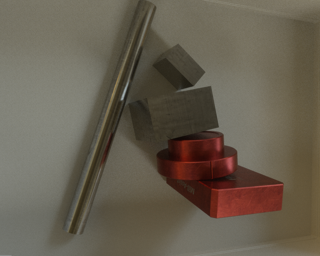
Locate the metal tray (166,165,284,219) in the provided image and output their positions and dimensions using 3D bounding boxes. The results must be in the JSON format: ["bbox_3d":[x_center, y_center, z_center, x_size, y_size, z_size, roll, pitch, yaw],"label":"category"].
[{"bbox_3d":[0.072,0.068,0.382,0.091,0.130,0.030,0,97,-20],"label":"metal tray"}]

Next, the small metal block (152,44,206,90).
[{"bbox_3d":[0.024,-0.078,0.407,0.050,0.050,0.025,43,77,-15],"label":"small metal block"}]

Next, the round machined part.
[{"bbox_3d":[0.045,0.029,0.381,0.099,0.098,0.042,-7,99,-20],"label":"round machined part"}]

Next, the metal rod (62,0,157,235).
[{"bbox_3d":[-0.061,-0.018,0.388,0.025,0.025,0.299,19,83,-19],"label":"metal rod"}]

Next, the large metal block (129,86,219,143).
[{"bbox_3d":[0.014,-0.017,0.387,0.081,0.080,0.050,-13,94,-20],"label":"large metal block"}]
